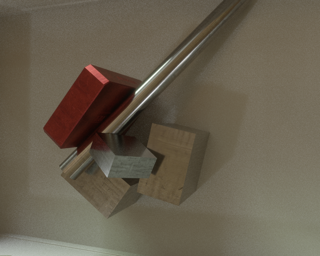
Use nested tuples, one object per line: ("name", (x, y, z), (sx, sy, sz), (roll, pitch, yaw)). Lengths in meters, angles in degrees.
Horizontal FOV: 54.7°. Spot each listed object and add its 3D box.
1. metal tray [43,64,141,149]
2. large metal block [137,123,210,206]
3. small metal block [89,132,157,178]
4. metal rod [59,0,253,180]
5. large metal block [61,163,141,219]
("metal tray", (-0.066, -0.022, 0.375), (0.030, 0.130, 0.090), (42, 104, 16))
("large metal block", (0.019, 0.039, 0.373), (0.050, 0.080, 0.079), (14, 95, 19))
("small metal block", (-0.040, 0.029, 0.330), (0.050, 0.050, 0.025), (40, 114, 47))
("metal rod", (0.000, -0.057, 0.360), (0.025, 0.025, 0.300), (43, 86, 14))
("large metal block", (-0.064, 0.062, 0.403), (0.080, 0.080, 0.050), (38, 102, 15))
